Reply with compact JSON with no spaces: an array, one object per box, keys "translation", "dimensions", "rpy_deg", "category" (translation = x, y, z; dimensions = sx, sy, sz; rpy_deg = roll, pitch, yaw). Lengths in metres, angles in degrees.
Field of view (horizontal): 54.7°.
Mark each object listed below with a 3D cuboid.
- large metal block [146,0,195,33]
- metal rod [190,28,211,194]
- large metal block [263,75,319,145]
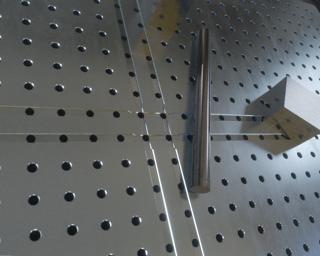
[{"translation":[0.016,-0.223,0.519],"dimensions":[0.050,0.080,0.080],"rpy_deg":[10,57,-23],"category":"large metal block"},{"translation":[0.065,-0.046,0.472],"dimensions":[0.025,0.025,0.300],"rpy_deg":[19,54,-18],"category":"metal rod"},{"translation":[0.233,-0.031,0.539],"dimensions":[0.080,0.050,0.080],"rpy_deg":[30,52,-9],"category":"large metal block"}]
